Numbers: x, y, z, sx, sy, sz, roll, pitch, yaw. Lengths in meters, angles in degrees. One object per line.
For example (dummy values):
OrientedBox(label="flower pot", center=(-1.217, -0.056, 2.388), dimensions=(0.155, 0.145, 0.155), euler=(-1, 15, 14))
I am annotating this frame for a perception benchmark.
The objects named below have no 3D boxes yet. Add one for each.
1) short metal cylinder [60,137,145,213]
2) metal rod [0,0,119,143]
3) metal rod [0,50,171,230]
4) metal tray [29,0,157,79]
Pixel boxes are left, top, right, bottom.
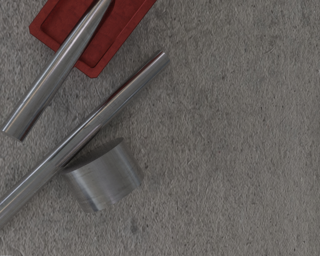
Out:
OrientedBox(label="short metal cylinder", center=(-0.065, 0.052, 0.356), dimensions=(0.080, 0.080, 0.050), euler=(-31, 100, -17))
OrientedBox(label="metal rod", center=(-0.080, -0.117, 0.351), dimensions=(0.025, 0.025, 0.300), euler=(34, 69, -17))
OrientedBox(label="metal rod", center=(-0.096, 0.011, 0.373), dimensions=(0.301, 0.025, 0.025), euler=(-46, 105, -14))
OrientedBox(label="metal tray", center=(-0.073, -0.134, 0.358), dimensions=(0.090, 0.030, 0.130), euler=(37, 96, -17))
